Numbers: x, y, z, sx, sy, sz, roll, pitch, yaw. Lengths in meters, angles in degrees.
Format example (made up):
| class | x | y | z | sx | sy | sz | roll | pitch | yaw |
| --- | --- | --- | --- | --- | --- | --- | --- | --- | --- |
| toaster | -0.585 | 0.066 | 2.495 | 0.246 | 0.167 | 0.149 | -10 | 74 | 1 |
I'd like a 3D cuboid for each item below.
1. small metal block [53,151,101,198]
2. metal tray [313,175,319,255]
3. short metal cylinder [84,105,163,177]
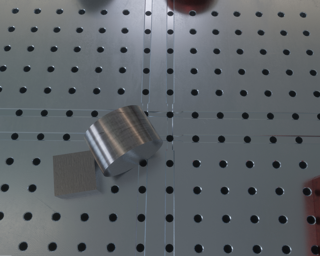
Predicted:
| class | x | y | z | sx | sy | sz | roll | pitch | yaw |
| --- | --- | --- | --- | --- | --- | --- | --- | --- | --- |
| small metal block | -0.104 | 0.058 | 0.390 | 0.050 | 0.025 | 0.050 | -8 | 70 | -3 |
| metal tray | 0.237 | 0.122 | 0.366 | 0.091 | 0.030 | 0.130 | 5 | 70 | 2 |
| short metal cylinder | -0.044 | 0.017 | 0.376 | 0.080 | 0.080 | 0.050 | -29 | 73 | -10 |
